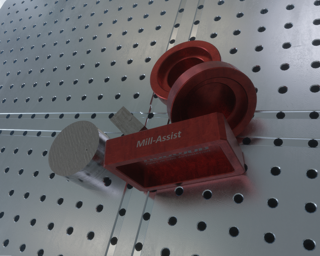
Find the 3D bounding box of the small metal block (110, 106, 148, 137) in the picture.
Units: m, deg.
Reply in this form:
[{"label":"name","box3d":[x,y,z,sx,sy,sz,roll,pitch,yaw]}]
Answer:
[{"label":"small metal block","box3d":[-0.031,0.005,0.406,0.025,0.050,0.050,-46,51,-3]}]

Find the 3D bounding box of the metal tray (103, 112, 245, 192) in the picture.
[{"label":"metal tray","box3d":[0.017,0.032,0.337,0.130,0.090,0.030,-14,56,20]}]

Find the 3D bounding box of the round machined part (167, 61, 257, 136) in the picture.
[{"label":"round machined part","box3d":[0.056,-0.030,0.355,0.098,0.098,0.042,-32,32,7]}]

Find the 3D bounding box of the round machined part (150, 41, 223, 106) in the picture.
[{"label":"round machined part","box3d":[0.040,-0.067,0.417,0.098,0.042,0.098,-14,55,21]}]

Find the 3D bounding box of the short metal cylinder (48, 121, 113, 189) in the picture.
[{"label":"short metal cylinder","box3d":[-0.103,0.037,0.424,0.080,0.050,0.080,-13,56,21]}]
